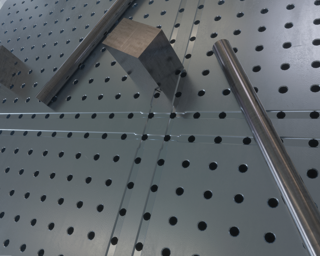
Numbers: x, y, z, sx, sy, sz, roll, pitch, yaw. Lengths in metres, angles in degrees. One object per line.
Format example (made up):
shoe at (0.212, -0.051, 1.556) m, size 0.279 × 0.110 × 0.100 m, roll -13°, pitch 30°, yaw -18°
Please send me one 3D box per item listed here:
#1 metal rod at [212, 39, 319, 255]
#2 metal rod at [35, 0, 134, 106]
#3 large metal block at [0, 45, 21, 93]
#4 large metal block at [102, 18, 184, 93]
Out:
metal rod at (0.115, 0.004, 0.345) m, size 0.025 × 0.025 × 0.299 m, roll -24°, pitch 53°, yaw 13°
metal rod at (-0.124, -0.166, 0.575) m, size 0.025 × 0.025 × 0.300 m, roll 28°, pitch 77°, yaw 37°
large metal block at (-0.351, -0.117, 0.649) m, size 0.080 × 0.050 × 0.080 m, roll -11°, pitch 57°, yaw 22°
large metal block at (-0.023, -0.105, 0.450) m, size 0.080 × 0.080 × 0.050 m, roll 31°, pitch 79°, yaw 38°
